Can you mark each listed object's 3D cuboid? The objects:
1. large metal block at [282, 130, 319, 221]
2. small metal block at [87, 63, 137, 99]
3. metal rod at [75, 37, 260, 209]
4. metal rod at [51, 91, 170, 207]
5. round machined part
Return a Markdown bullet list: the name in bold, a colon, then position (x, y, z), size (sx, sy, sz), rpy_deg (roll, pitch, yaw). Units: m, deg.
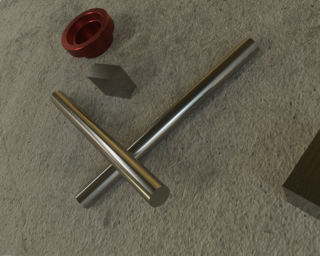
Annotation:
- **large metal block**: position (0.168, 0.047, 0.271), size (0.080, 0.050, 0.080), rpy_deg (30, 78, 37)
- **small metal block**: position (-0.072, -0.071, 0.467), size (0.050, 0.050, 0.025), rpy_deg (12, 68, 33)
- **metal rod**: position (0.011, -0.008, 0.401), size (0.300, 0.025, 0.025), rpy_deg (-43, 51, -2)
- **metal rod**: position (-0.086, 0.009, 0.417), size (0.025, 0.025, 0.300), rpy_deg (-49, 44, -6)
- **round machined part**: position (-0.124, -0.164, 0.556), size (0.098, 0.042, 0.098), rpy_deg (-13, 56, 20)
